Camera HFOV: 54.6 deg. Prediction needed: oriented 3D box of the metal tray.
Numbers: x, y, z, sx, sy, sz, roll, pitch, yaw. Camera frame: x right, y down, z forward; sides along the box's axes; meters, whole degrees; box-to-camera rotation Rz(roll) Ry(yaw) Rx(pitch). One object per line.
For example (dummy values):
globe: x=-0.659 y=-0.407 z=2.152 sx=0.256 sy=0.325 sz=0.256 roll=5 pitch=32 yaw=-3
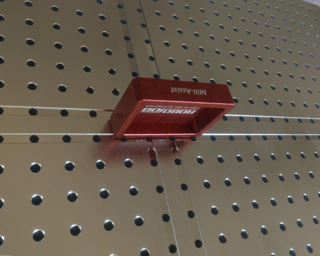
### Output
metal tray: x=0.015 y=-0.021 z=0.386 sx=0.131 sy=0.090 sz=0.030 roll=0 pitch=62 yaw=-28
